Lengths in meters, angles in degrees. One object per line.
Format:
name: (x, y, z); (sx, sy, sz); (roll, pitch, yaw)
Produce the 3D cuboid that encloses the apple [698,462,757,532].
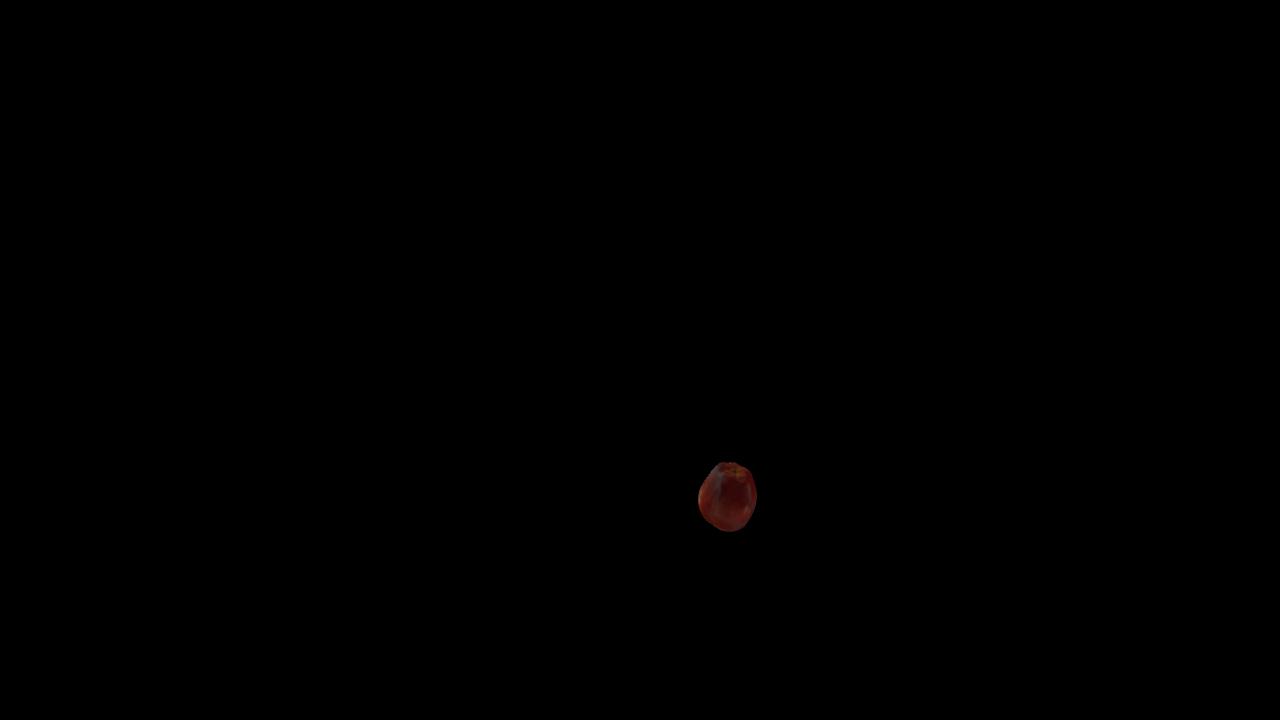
apple: (0.118, 0.184, 0.824); (0.079, 0.093, 0.079); (11, 25, -5)
